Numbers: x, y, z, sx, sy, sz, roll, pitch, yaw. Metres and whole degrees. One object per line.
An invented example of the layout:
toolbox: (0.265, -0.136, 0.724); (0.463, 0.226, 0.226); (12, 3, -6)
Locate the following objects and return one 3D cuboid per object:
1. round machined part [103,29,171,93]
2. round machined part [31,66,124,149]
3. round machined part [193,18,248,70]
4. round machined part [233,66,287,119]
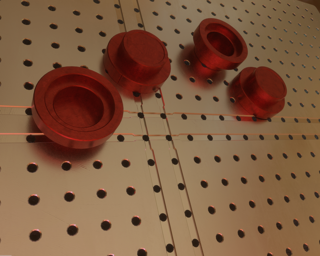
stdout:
round machined part: (-0.028, -0.102, 0.446); (0.099, 0.042, 0.098); (14, 56, -21)
round machined part: (-0.096, -0.020, 0.359); (0.099, 0.042, 0.098); (14, 56, -21)
round machined part: (0.100, -0.140, 0.539); (0.099, 0.042, 0.098); (14, 56, -21)
round machined part: (0.179, -0.068, 0.538); (0.099, 0.042, 0.098); (14, 56, -21)
